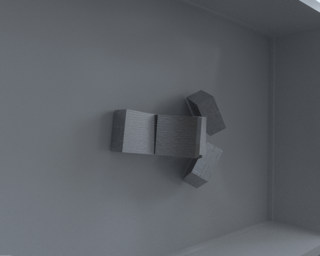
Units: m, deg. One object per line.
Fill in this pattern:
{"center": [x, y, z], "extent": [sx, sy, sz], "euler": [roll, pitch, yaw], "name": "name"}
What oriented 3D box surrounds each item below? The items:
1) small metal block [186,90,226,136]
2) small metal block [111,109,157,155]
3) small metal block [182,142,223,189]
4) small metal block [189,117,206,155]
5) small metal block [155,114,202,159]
{"center": [0.065, -0.023, 0.442], "extent": [0.025, 0.050, 0.050], "euler": [-27, 111, -3], "name": "small metal block"}
{"center": [-0.030, 0.006, 0.380], "extent": [0.050, 0.025, 0.050], "euler": [8, 85, -40], "name": "small metal block"}
{"center": [0.059, 0.053, 0.437], "extent": [0.025, 0.050, 0.050], "euler": [31, 66, 1], "name": "small metal block"}
{"center": [0.035, 0.010, 0.420], "extent": [0.025, 0.050, 0.050], "euler": [1, 89, -40], "name": "small metal block"}
{"center": [0.023, 0.010, 0.386], "extent": [0.025, 0.050, 0.050], "euler": [2, 92, -72], "name": "small metal block"}
